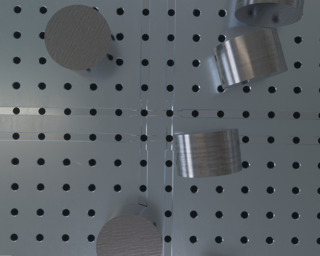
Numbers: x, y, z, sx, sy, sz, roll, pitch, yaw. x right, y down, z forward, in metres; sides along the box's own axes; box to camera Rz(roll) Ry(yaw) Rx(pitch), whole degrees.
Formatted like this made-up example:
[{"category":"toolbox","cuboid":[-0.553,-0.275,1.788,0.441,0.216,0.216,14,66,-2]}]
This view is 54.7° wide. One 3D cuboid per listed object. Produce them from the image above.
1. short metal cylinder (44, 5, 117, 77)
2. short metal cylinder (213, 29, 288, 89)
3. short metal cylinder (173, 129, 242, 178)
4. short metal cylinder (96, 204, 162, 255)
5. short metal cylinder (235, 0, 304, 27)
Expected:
[{"category":"short metal cylinder","cuboid":[-0.100,-0.110,0.400,0.081,0.050,0.079,0,90,0]},{"category":"short metal cylinder","cuboid":[0.111,-0.084,0.387,0.080,0.080,0.050,-15,90,0]},{"category":"short metal cylinder","cuboid":[0.059,0.029,0.386,0.080,0.080,0.050,-6,90,0]},{"category":"short metal cylinder","cuboid":[-0.037,0.144,0.401,0.081,0.050,0.079,0,90,0]},{"category":"short metal cylinder","cuboid":[0.137,-0.164,0.387,0.080,0.080,0.050,8,90,0]}]
